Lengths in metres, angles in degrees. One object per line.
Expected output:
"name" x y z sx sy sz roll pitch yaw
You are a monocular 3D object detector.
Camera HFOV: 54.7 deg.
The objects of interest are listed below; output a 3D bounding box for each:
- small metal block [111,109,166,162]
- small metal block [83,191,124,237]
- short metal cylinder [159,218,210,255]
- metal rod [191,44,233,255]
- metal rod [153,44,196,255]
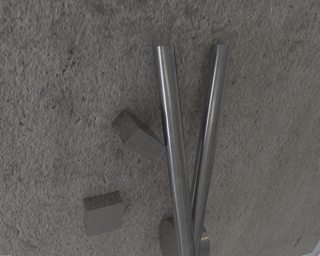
"small metal block" -0.027 0.009 0.381 0.025 0.050 0.050 -48 129 6
"small metal block" -0.080 0.121 0.438 0.050 0.025 0.050 -8 122 -24
"short metal cylinder" 0.038 0.187 0.508 0.050 0.080 0.079 -6 121 -26
"metal rod" 0.061 0.041 0.421 0.025 0.025 0.298 -1 105 -28
"metal rod" 0.022 0.049 0.392 0.025 0.025 0.298 -13 106 -21
